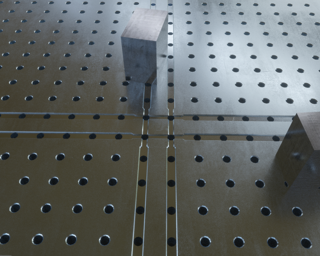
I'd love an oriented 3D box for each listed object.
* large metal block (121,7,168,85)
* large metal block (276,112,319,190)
[{"bbox_3d":[-0.021,-0.126,0.478,0.050,0.080,0.080,10,51,8],"label":"large metal block"},{"bbox_3d":[0.189,0.026,0.351,0.080,0.080,0.050,-3,50,-2],"label":"large metal block"}]
